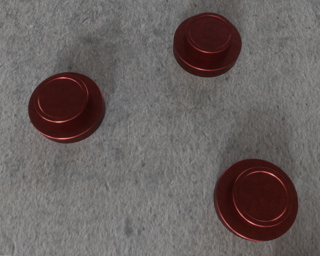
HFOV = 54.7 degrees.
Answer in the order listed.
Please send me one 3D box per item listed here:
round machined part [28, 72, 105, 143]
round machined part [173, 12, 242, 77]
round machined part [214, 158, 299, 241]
[{"bbox_3d":[-0.125,-0.032,0.409,0.099,0.042,0.098,0,70,-1],"label":"round machined part"},{"bbox_3d":[0.069,-0.126,0.446,0.099,0.042,0.098,0,70,-1],"label":"round machined part"},{"bbox_3d":[0.117,0.084,0.370,0.099,0.042,0.098,0,70,-1],"label":"round machined part"}]
